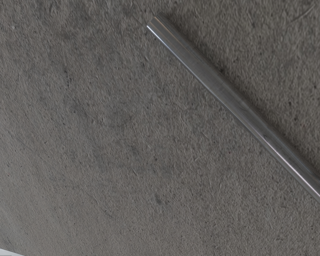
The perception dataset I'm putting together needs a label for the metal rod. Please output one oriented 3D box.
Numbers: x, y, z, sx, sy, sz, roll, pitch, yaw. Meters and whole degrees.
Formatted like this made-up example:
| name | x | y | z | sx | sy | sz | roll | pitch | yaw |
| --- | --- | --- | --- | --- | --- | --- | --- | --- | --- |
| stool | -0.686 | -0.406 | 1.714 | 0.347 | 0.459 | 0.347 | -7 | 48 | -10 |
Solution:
| name | x | y | z | sx | sy | sz | roll | pitch | yaw |
| --- | --- | --- | --- | --- | --- | --- | --- | --- | --- |
| metal rod | 0.100 | -0.012 | 0.346 | 0.300 | 0.025 | 0.025 | 45 | 129 | -4 |
